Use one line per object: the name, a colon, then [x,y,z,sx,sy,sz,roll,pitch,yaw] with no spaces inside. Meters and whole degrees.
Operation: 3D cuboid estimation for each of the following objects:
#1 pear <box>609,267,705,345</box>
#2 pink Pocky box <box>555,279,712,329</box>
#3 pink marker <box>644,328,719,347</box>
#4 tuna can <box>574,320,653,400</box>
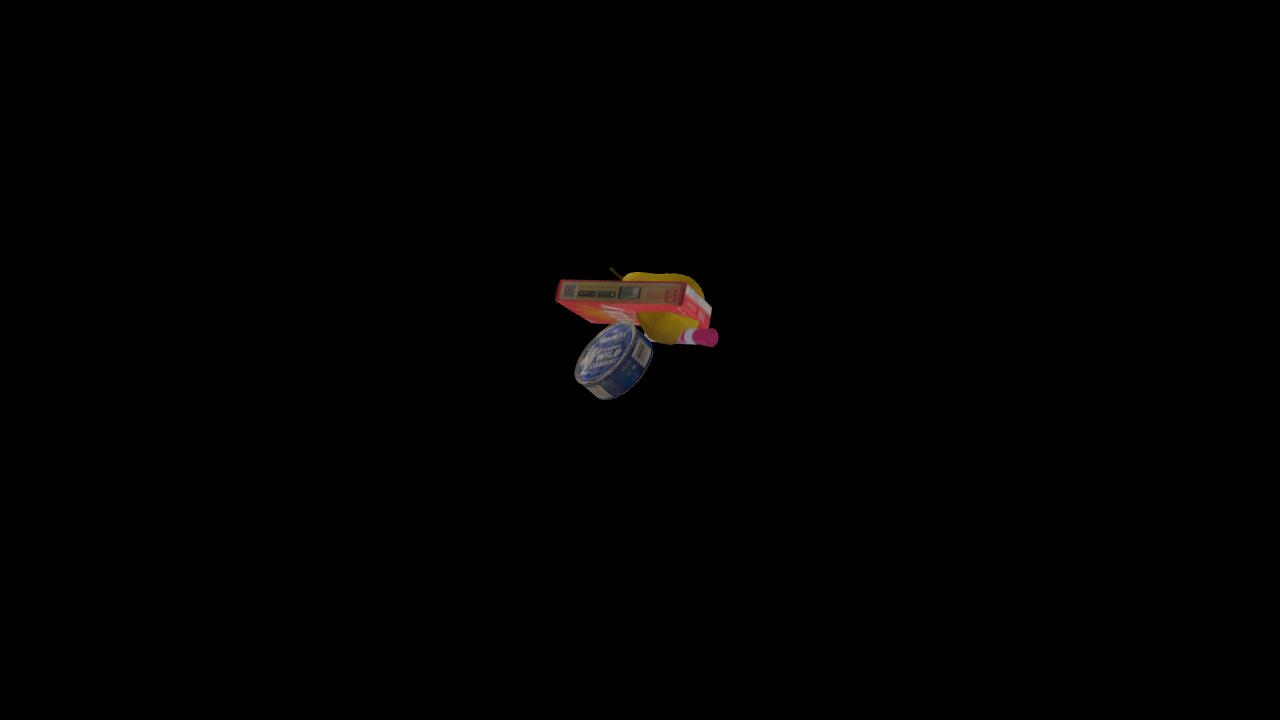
pear: [0.013,-0.065,0.667,0.111,0.080,0.080,23,-3,-8]
pink Pocky box: [-0.007,-0.061,0.677,0.155,0.029,0.084,5,-12,26]
pink marker: [0.044,-0.026,0.663,0.020,0.020,0.121,0,4,-31]
tuna can: [-0.027,0.000,0.646,0.034,0.084,0.084,43,-24,-29]
